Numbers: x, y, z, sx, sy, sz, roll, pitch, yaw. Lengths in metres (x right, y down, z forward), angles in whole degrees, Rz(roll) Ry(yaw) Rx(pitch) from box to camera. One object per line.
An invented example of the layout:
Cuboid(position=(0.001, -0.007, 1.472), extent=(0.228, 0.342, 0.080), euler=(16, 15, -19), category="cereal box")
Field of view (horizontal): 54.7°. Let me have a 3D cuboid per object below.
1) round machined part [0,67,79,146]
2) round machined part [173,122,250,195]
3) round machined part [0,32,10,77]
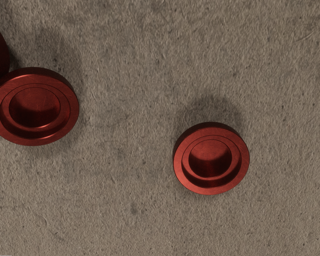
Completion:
Cuboid(position=(-0.152, -0.029, 0.374), extent=(0.099, 0.042, 0.097), euler=(-15, 130, -18), category="round machined part")
Cuboid(position=(0.066, 0.037, 0.415), extent=(0.099, 0.042, 0.097), euler=(0, 110, -1), category="round machined part")
Cuboid(position=(-0.219, -0.084, 0.360), extent=(0.098, 0.042, 0.097), euler=(2, 105, 9), category="round machined part")
